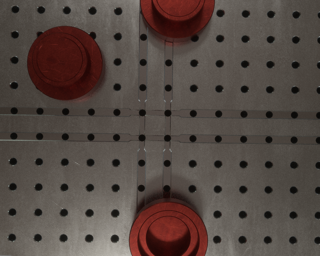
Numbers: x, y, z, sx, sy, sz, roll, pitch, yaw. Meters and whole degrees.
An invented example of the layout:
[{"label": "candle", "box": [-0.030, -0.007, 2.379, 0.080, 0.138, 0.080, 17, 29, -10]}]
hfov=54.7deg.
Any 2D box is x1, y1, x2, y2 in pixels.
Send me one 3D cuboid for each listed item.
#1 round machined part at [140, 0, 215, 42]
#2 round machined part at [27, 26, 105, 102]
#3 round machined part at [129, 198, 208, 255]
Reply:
[{"label": "round machined part", "box": [0.023, -0.166, 0.405, 0.099, 0.042, 0.097, 0, 90, -1]}, {"label": "round machined part", "box": [-0.124, -0.085, 0.403, 0.099, 0.042, 0.097, 0, 90, -1]}, {"label": "round machined part", "box": [0.010, 0.140, 0.405, 0.099, 0.042, 0.097, 0, 90, -1]}]
